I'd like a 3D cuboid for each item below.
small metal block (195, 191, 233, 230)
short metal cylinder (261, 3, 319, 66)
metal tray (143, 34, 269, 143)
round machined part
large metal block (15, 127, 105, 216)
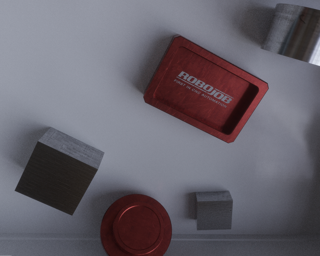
[{"bbox_3d":[0.079,0.122,0.458,0.050,0.025,0.050,-2,110,0],"label":"small metal block"},{"bbox_3d":[0.161,-0.103,0.347,0.081,0.080,0.050,14,109,-6],"label":"short metal cylinder"},{"bbox_3d":[0.056,-0.048,0.391,0.131,0.030,0.089,26,108,-10],"label":"metal tray"},{"bbox_3d":[-0.031,0.138,0.423,0.099,0.098,0.042,15,152,-6],"label":"round machined part"},{"bbox_3d":[-0.133,0.058,0.417,0.080,0.050,0.080,28,108,-10],"label":"large metal block"}]
